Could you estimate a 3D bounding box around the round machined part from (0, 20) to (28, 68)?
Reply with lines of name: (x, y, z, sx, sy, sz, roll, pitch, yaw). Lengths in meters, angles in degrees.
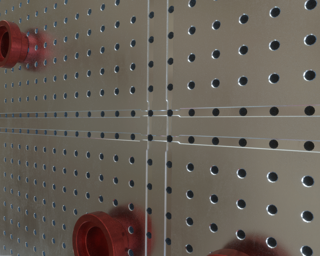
round machined part: (-0.319, -0.176, 0.665, 0.098, 0.042, 0.097, 0, 90, 40)

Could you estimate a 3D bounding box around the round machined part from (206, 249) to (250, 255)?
round machined part: (0.083, 0.179, 0.331, 0.098, 0.042, 0.097, 0, 90, 40)

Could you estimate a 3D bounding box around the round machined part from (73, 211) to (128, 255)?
round machined part: (-0.087, 0.176, 0.471, 0.098, 0.042, 0.097, 0, 90, 40)
